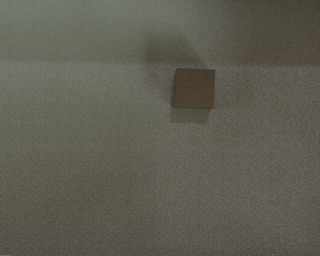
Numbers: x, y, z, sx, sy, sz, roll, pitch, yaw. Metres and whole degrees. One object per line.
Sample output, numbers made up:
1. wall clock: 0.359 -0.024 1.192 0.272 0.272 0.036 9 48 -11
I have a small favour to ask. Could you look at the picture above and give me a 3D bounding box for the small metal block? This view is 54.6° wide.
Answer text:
1. small metal block: 0.045 -0.051 0.412 0.050 0.025 0.050 2 90 0
